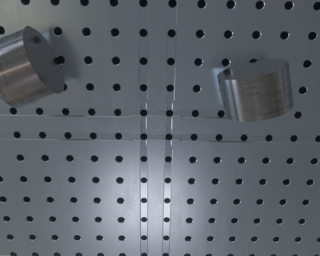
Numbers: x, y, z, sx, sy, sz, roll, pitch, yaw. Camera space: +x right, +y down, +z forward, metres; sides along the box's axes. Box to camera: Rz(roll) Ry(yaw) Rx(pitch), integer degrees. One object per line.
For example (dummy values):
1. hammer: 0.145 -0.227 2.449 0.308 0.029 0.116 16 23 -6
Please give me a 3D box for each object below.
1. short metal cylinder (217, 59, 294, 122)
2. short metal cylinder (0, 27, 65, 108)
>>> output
1. short metal cylinder: 0.113 -0.046 0.368 0.080 0.080 0.050 -14 110 5
2. short metal cylinder: -0.155 -0.068 0.357 0.050 0.080 0.080 -20 109 7
